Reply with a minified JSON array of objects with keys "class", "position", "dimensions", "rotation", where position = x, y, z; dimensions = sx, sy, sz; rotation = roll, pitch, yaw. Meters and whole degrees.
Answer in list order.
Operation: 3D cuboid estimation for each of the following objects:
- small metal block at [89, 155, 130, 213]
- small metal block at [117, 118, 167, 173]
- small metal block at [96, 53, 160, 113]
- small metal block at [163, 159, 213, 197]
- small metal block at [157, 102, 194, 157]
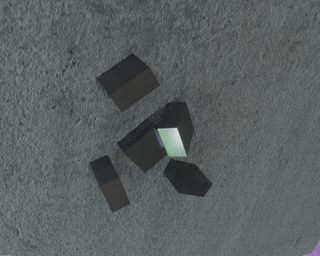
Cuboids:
[{"class":"small metal block","position":[-0.065,0.071,0.399],"dimensions":[0.025,0.050,0.050],"rotation":[-25,128,-13]},{"class":"small metal block","position":[-0.019,0.024,0.411],"dimensions":[0.050,0.025,0.050],"rotation":[-40,130,-1]},{"class":"small metal block","position":[-0.036,-0.051,0.339],"dimensions":[0.050,0.050,0.025],"rotation":[-36,129,-4]},{"class":"small metal block","position":[0.041,0.074,0.458],"dimensions":[0.050,0.050,0.025],"rotation":[16,110,-35]},{"class":"small metal block","position":[0.022,0.002,0.401],"dimensions":[0.025,0.050,0.050],"rotation":[-3,132,23]}]
